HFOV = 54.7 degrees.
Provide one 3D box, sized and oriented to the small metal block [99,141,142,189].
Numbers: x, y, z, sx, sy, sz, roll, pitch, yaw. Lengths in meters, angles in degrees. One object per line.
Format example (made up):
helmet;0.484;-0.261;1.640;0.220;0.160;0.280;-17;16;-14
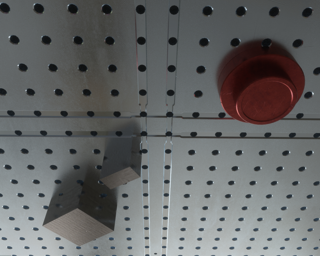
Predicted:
small metal block;-0.054;0.052;0.439;0.050;0.050;0.025;-25;126;19

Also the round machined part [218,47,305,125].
round machined part;0.121;-0.042;0.366;0.099;0.042;0.097;0;130;0

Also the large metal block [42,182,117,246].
large metal block;-0.131;0.146;0.518;0.080;0.050;0.080;-30;124;23
